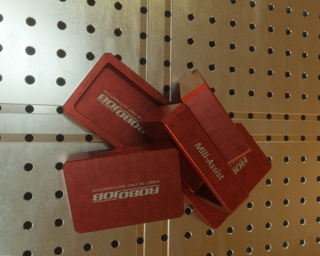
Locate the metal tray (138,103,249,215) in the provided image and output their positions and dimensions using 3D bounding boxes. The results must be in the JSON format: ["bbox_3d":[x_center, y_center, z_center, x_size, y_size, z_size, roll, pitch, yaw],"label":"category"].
[{"bbox_3d":[0.035,0.034,0.360,0.030,0.090,0.130,-40,103,-16],"label":"metal tray"}]

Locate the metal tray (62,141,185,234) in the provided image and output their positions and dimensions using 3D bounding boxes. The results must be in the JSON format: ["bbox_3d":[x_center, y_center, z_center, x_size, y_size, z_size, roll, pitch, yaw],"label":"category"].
[{"bbox_3d":[-0.040,0.069,0.370,0.131,0.030,0.089,-7,104,-6],"label":"metal tray"}]

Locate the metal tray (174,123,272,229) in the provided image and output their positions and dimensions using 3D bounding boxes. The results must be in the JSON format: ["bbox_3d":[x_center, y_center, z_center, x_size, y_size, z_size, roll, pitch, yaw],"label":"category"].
[{"bbox_3d":[0.089,0.065,0.443,0.130,0.030,0.090,-43,104,-15],"label":"metal tray"}]

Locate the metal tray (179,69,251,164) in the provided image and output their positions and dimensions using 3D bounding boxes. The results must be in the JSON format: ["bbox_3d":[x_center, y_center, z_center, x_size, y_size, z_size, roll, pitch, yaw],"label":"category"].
[{"bbox_3d":[0.062,-0.021,0.381,0.030,0.130,0.090,-34,103,12],"label":"metal tray"}]

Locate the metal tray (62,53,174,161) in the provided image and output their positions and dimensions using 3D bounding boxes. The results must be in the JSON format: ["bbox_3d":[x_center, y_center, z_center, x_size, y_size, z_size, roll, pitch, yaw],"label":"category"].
[{"bbox_3d":[-0.044,-0.020,0.394,0.130,0.030,0.090,38,78,-17],"label":"metal tray"}]
